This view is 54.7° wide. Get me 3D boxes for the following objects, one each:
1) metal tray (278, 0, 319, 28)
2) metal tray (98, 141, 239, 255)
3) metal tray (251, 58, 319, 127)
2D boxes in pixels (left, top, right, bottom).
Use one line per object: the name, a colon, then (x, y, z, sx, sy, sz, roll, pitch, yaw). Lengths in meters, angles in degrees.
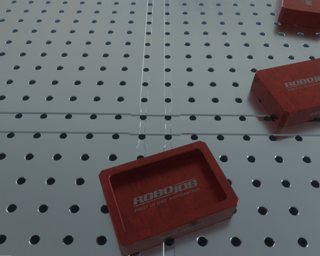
metal tray: (0.289, -0.252, 0.620, 0.090, 0.030, 0.130, 13, 51, 10)
metal tray: (0.007, 0.072, 0.343, 0.131, 0.030, 0.090, -16, 52, -14)
metal tray: (0.214, -0.056, 0.455, 0.131, 0.030, 0.090, -13, 51, -11)
